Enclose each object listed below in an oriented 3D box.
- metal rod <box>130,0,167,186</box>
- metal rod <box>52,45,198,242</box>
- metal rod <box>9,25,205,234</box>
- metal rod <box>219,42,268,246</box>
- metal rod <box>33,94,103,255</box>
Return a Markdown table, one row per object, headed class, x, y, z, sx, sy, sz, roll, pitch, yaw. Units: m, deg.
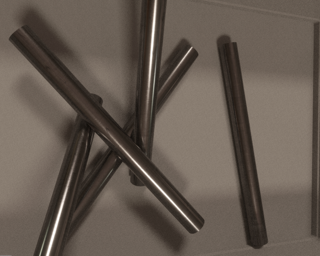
| class | x | y | z | sx | sy | sz | roll | pitch | yaw |
| --- | --- | --- | --- | --- | --- | --- | --- | --- | --- |
| metal rod | -0.012 | -0.065 | 0.340 | 0.025 | 0.025 | 0.298 | -4 | 117 | -20 |
| metal rod | -0.042 | 0.014 | 0.395 | 0.025 | 0.025 | 0.300 | 39 | 77 | -16 |
| metal rod | -0.049 | 0.013 | 0.352 | 0.025 | 0.025 | 0.300 | -45 | 105 | -15 |
| metal rod | 0.124 | 0.025 | 0.458 | 0.025 | 0.025 | 0.298 | -12 | 94 | -20 |
| metal rod | -0.099 | 0.089 | 0.301 | 0.025 | 0.025 | 0.300 | 20 | 54 | -19 |
